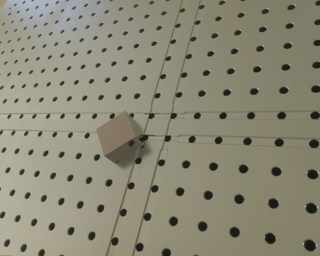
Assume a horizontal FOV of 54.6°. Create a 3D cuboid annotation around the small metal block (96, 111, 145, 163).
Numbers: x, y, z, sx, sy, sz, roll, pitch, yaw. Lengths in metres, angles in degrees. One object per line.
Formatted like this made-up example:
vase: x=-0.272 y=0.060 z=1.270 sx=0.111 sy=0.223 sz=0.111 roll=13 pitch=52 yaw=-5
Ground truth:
small metal block: x=-0.056 y=0.012 z=0.431 sx=0.050 sy=0.025 sz=0.050 roll=-32 pitch=52 yaw=7
